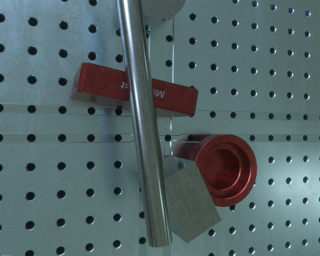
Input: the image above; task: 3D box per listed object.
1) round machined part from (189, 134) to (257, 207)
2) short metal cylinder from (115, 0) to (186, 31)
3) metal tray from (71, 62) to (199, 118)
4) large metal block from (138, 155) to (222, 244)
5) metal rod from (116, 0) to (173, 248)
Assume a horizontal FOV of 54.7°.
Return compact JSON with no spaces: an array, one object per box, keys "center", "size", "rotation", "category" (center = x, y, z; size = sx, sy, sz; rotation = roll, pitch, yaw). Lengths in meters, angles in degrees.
[{"center":[0.082,0.057,0.434],"size":[0.099,0.042,0.097],"rotation":[0,90,-20],"category":"round machined part"},{"center":[-0.013,-0.171,0.394],"size":[0.081,0.050,0.079],"rotation":[0,90,-20],"category":"short metal cylinder"},{"center":[-0.033,-0.040,0.365],"size":[0.131,0.090,0.030],"rotation":[11,87,-20],"category":"metal tray"},{"center":[0.022,0.085,0.392],"size":[0.050,0.080,0.080],"rotation":[-27,99,-18],"category":"large metal block"},{"center":[-0.019,-0.032,0.308],"size":[0.025,0.025,0.298],"rotation":[-8,93,-20],"category":"metal rod"}]
